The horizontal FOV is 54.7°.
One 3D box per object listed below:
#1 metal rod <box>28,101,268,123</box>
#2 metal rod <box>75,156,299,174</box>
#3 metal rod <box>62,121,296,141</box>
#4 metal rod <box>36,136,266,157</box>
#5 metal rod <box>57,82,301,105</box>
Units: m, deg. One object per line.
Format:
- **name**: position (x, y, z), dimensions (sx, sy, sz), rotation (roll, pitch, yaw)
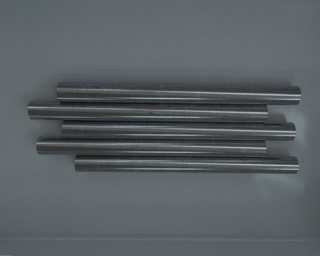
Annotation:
- **metal rod**: position (-0.014, -0.021, 0.402), dimensions (0.302, 0.025, 0.025), rotation (1, 110, -1)
- **metal rod**: position (0.037, 0.050, 0.429), dimensions (0.302, 0.025, 0.025), rotation (1, 110, -1)
- **metal rod**: position (0.025, 0.003, 0.411), dimensions (0.302, 0.025, 0.025), rotation (1, 110, -1)
- **metal rod**: position (-0.010, 0.025, 0.419), dimensions (0.302, 0.025, 0.025), rotation (1, 110, -1)
- **metal rod**: position (0.024, -0.043, 0.394), dimensions (0.302, 0.025, 0.025), rotation (1, 110, -1)
